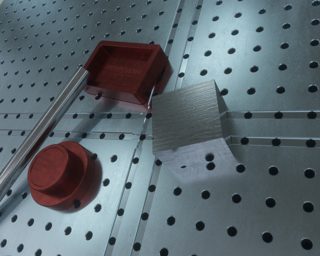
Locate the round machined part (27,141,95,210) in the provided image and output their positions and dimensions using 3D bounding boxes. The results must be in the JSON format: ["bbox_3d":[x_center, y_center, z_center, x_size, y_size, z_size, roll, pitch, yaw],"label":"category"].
[{"bbox_3d":[-0.144,0.061,0.433,0.098,0.042,0.098,-13,56,20],"label":"round machined part"}]

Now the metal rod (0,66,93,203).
[{"bbox_3d":[-0.200,0.034,0.469,0.025,0.025,0.300,33,86,38],"label":"metal rod"}]

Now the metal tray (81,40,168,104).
[{"bbox_3d":[-0.062,-0.092,0.492,0.130,0.030,0.090,14,69,33],"label":"metal tray"}]

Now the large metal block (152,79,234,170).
[{"bbox_3d":[0.038,-0.003,0.373,0.080,0.050,0.080,-14,56,20],"label":"large metal block"}]
